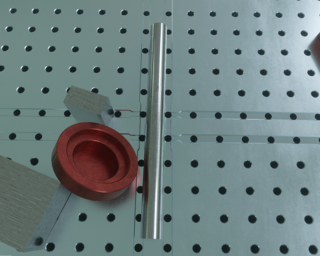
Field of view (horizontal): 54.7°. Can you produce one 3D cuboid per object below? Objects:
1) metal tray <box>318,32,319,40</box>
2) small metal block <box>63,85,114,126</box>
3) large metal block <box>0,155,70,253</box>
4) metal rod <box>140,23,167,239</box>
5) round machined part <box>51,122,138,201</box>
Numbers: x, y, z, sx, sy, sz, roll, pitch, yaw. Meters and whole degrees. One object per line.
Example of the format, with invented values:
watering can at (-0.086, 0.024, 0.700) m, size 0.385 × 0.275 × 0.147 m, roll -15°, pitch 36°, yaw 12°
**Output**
metal tray at (0.318, -0.127, 0.459) m, size 0.131 × 0.030 × 0.090 m, roll -14°, pitch 71°, yaw -6°
small metal block at (-0.092, -0.027, 0.407) m, size 0.050 × 0.050 × 0.025 m, roll 18°, pitch 71°, yaw 6°
large metal block at (-0.163, 0.088, 0.363) m, size 0.080 × 0.050 × 0.080 m, roll 22°, pitch 73°, yaw 7°
metal rod at (-0.006, -0.010, 0.415) m, size 0.025 × 0.025 × 0.299 m, roll 2°, pitch 70°, yaw 0°
round machined part at (-0.080, 0.043, 0.369) m, size 0.099 × 0.042 × 0.098 m, roll 22°, pitch 40°, yaw -20°
